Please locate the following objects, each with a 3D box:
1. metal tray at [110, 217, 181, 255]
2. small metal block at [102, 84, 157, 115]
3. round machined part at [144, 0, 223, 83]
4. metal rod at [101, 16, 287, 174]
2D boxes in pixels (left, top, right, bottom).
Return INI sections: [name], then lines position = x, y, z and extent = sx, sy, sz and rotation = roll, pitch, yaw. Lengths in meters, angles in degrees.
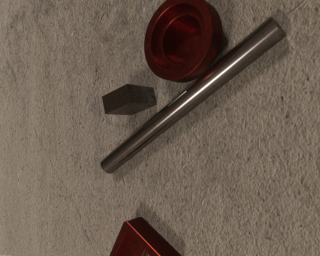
[metal tray]
position = -0.032, 0.201, 0.425
extent = 0.090, 0.030, 0.129
rotation = 35, 111, 34
[small metal block]
position = -0.041, -0.037, 0.421
extent = 0.050, 0.050, 0.025
rotation = -19, 78, 38
[round machined part]
position = 0.031, -0.102, 0.365
extent = 0.098, 0.042, 0.097
rotation = -3, 86, 41
[metal rod]
position = 0.019, -0.022, 0.387
extent = 0.299, 0.025, 0.025
rotation = -39, 67, 32
